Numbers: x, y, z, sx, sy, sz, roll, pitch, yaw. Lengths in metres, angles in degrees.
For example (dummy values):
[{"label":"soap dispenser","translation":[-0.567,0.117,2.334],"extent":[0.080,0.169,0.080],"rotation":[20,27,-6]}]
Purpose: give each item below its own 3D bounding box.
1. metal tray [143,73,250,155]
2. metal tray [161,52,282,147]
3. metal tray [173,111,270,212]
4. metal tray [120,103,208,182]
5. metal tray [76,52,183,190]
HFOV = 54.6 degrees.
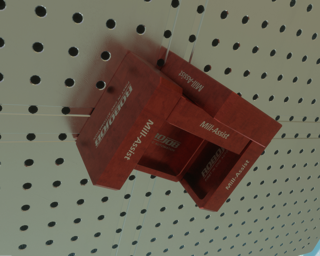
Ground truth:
[{"label":"metal tray","translation":[0.043,-0.019,0.379],"extent":[0.131,0.090,0.030],"rotation":[23,106,-37]},{"label":"metal tray","translation":[0.065,-0.035,0.355],"extent":[0.090,0.130,0.030],"rotation":[24,105,-37]},{"label":"metal tray","translation":[0.081,0.040,0.436],"extent":[0.030,0.090,0.129],"rotation":[24,105,-37]},{"label":"metal tray","translation":[-0.002,0.017,0.416],"extent":[0.131,0.030,0.090],"rotation":[24,106,-37]},{"label":"metal tray","translation":[-0.040,-0.009,0.340],"extent":[0.030,0.090,0.129],"rotation":[24,105,-37]}]
